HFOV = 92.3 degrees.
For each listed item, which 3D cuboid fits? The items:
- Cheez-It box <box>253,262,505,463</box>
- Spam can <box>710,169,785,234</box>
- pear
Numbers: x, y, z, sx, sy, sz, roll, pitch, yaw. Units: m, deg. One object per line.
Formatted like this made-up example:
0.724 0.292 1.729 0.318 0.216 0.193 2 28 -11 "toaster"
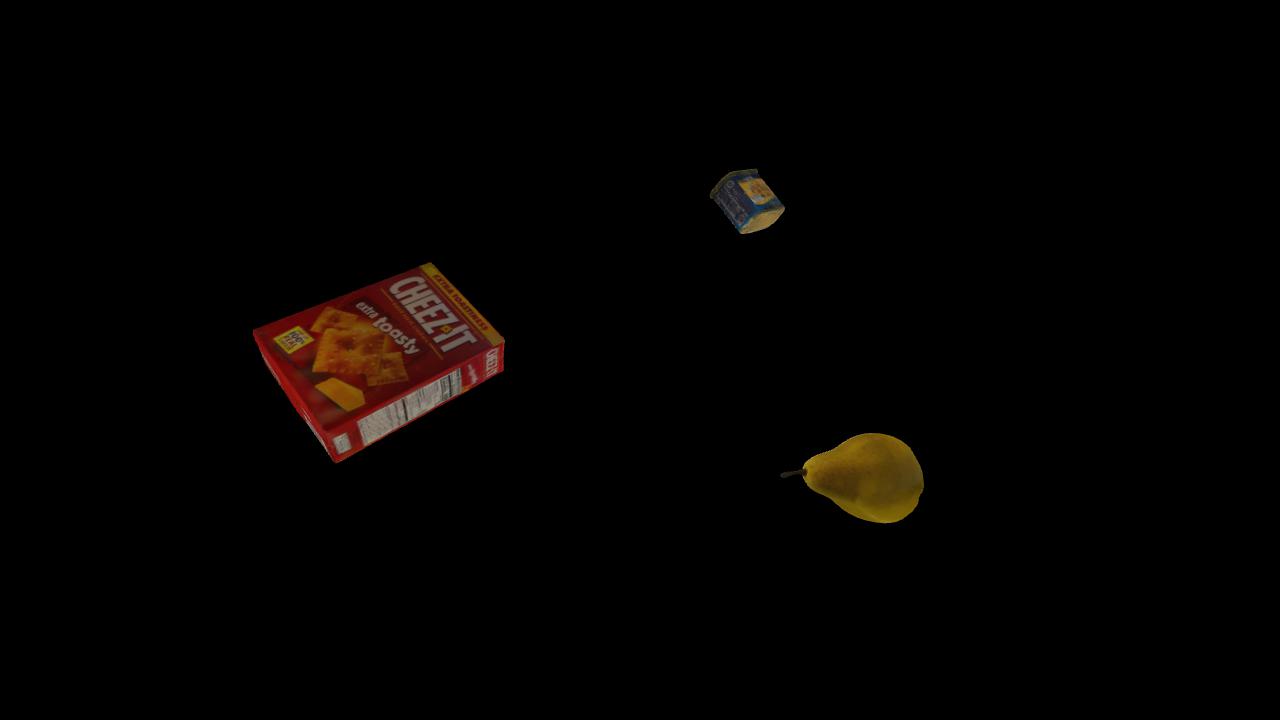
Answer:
-0.296 -0.008 0.720 0.223 0.166 0.071 -31 -25 -33 "Cheez-It box"
0.176 -0.255 0.993 0.101 0.085 0.058 -24 -16 -44 "Spam can"
0.173 0.093 0.505 0.111 0.080 0.080 12 -4 -21 "pear"
